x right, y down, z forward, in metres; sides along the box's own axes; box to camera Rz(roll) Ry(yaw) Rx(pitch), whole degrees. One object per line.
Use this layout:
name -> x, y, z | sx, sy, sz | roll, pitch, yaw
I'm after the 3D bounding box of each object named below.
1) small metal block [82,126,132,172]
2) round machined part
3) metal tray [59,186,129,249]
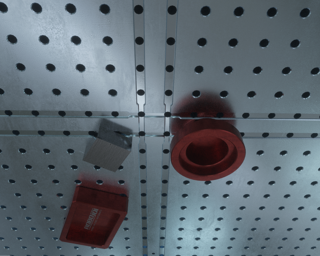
small metal block -> -0.074, 0.031, 0.437 | 0.050, 0.025, 0.050 | 24, 126, -20
round machined part -> 0.063, 0.025, 0.423 | 0.099, 0.042, 0.097 | -1, 130, 0
metal tray -> -0.118, 0.161, 0.543 | 0.091, 0.030, 0.129 | 16, 128, -14
